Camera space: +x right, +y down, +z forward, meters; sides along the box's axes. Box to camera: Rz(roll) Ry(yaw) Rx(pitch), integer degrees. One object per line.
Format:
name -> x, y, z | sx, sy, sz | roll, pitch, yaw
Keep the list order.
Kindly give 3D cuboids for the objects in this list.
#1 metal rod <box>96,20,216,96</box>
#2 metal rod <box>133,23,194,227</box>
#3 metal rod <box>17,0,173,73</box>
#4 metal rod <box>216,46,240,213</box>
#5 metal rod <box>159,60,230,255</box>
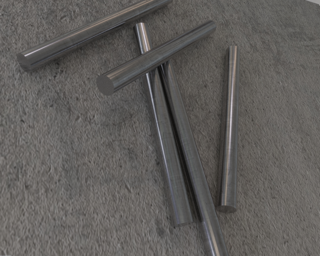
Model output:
metal rod -> 0.015, -0.116, 0.455 | 0.025, 0.025, 0.302 | 45, 43, 3
metal rod -> -0.002, -0.022, 0.416 | 0.025, 0.025, 0.299 | 2, 61, -27
metal rod -> -0.073, -0.155, 0.458 | 0.025, 0.025, 0.302 | 45, 51, 3
metal rod -> 0.107, -0.019, 0.472 | 0.025, 0.025, 0.300 | 22, 53, -15
metal rod -> 0.039, 0.037, 0.401 | 0.025, 0.025, 0.299 | 0, 62, -28
